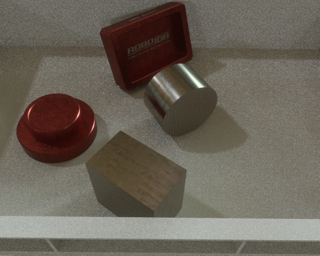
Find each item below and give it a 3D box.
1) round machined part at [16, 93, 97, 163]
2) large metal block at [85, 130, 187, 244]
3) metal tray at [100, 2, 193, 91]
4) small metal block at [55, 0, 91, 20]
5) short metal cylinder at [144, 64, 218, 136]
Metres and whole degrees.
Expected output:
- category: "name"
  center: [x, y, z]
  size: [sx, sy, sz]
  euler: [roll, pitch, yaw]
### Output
- category: "round machined part"
  center: [-0.134, -0.007, 0.398]
  size: [0.099, 0.042, 0.098]
  euler: [0, 50, 0]
- category: "large metal block"
  center: [-0.023, 0.061, 0.318]
  size: [0.080, 0.080, 0.050]
  euler: [29, 56, 22]
- category: "metal tray"
  center: [-0.015, -0.123, 0.462]
  size: [0.131, 0.089, 0.030]
  euler: [-31, 37, -23]
- category: "small metal block"
  center: [-0.168, -0.238, 0.605]
  size: [0.050, 0.025, 0.050]
  euler: [8, 50, 6]
- category: "short metal cylinder"
  center: [0.026, -0.035, 0.400]
  size: [0.081, 0.080, 0.050]
  euler: [-23, 54, -18]
